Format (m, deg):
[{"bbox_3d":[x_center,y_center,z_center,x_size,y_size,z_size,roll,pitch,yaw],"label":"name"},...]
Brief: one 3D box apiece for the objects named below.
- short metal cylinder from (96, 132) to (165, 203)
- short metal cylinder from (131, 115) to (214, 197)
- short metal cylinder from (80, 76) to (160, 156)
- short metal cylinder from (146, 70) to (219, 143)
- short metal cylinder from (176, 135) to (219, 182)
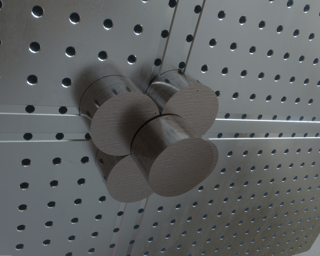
[{"bbox_3d":[-0.038,0.050,0.406,0.081,0.050,0.079,-14,125,-21],"label":"short metal cylinder"},{"bbox_3d":[0.014,0.032,0.357,0.081,0.050,0.079,-15,126,-21],"label":"short metal cylinder"},{"bbox_3d":[-0.047,-0.015,0.360,0.081,0.050,0.079,-14,125,-21],"label":"short metal cylinder"},{"bbox_3d":[0.026,-0.027,0.393,0.081,0.050,0.079,-14,125,-21],"label":"short metal cylinder"},{"bbox_3d":[0.035,0.038,0.439,0.081,0.050,0.079,-14,125,-21],"label":"short metal cylinder"}]
